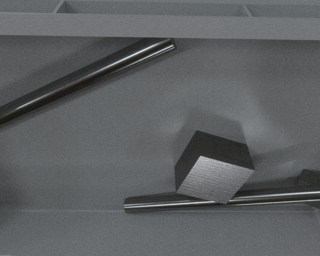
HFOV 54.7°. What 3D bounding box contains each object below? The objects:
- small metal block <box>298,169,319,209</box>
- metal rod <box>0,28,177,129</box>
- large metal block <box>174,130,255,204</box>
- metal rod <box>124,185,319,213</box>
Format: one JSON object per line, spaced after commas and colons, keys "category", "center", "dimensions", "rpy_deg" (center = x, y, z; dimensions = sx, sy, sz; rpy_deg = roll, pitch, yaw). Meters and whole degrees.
{"category": "small metal block", "center": [0.242, 0.097, 0.480], "dimensions": [0.050, 0.025, 0.050], "rpy_deg": [18, 137, 29]}
{"category": "metal rod", "center": [-0.122, -0.044, 0.370], "dimensions": [0.301, 0.025, 0.025], "rpy_deg": [-21, 127, 16]}
{"category": "large metal block", "center": [0.074, 0.058, 0.443], "dimensions": [0.081, 0.050, 0.079], "rpy_deg": [16, 128, -14]}
{"category": "metal rod", "center": [0.089, 0.112, 0.483], "dimensions": [0.301, 0.025, 0.025], "rpy_deg": [-7, 130, 14]}
